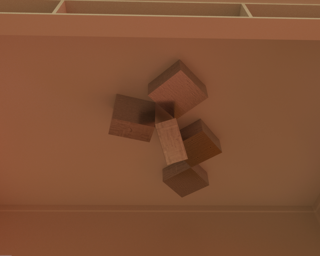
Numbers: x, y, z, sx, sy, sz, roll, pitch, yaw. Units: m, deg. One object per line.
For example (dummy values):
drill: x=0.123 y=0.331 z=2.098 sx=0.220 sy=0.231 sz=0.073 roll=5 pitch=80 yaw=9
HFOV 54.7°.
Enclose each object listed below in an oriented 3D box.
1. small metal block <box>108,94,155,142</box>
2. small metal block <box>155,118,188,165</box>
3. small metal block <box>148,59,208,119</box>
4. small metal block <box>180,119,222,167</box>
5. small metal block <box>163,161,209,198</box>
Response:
small metal block: x=-0.033 y=-0.013 z=0.381 sx=0.050 sy=0.050 sz=0.025 roll=12 pitch=129 yaw=-10
small metal block: x=0.013 y=0.015 z=0.384 sx=0.025 sy=0.050 sz=0.050 roll=-17 pitch=91 yaw=-2
small metal block: x=0.021 y=-0.045 z=0.371 sx=0.050 sy=0.025 sz=0.050 roll=-35 pitch=122 yaw=25
small metal block: x=0.050 y=0.022 z=0.429 sx=0.050 sy=0.025 sz=0.050 roll=-30 pitch=125 yaw=23
small metal block: x=0.039 y=0.075 z=0.474 sx=0.050 sy=0.025 sz=0.050 roll=-30 pitch=124 yaw=23
